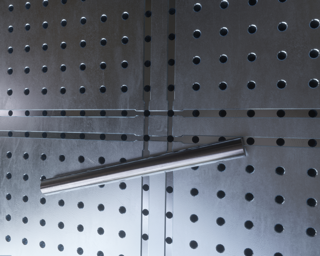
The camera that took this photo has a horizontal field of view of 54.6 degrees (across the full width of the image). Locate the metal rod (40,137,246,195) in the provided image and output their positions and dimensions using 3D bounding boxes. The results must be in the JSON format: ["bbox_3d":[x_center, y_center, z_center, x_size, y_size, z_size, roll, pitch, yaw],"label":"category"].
[{"bbox_3d":[-0.036,0.057,0.425,0.300,0.025,0.025,-14,85,19],"label":"metal rod"}]
